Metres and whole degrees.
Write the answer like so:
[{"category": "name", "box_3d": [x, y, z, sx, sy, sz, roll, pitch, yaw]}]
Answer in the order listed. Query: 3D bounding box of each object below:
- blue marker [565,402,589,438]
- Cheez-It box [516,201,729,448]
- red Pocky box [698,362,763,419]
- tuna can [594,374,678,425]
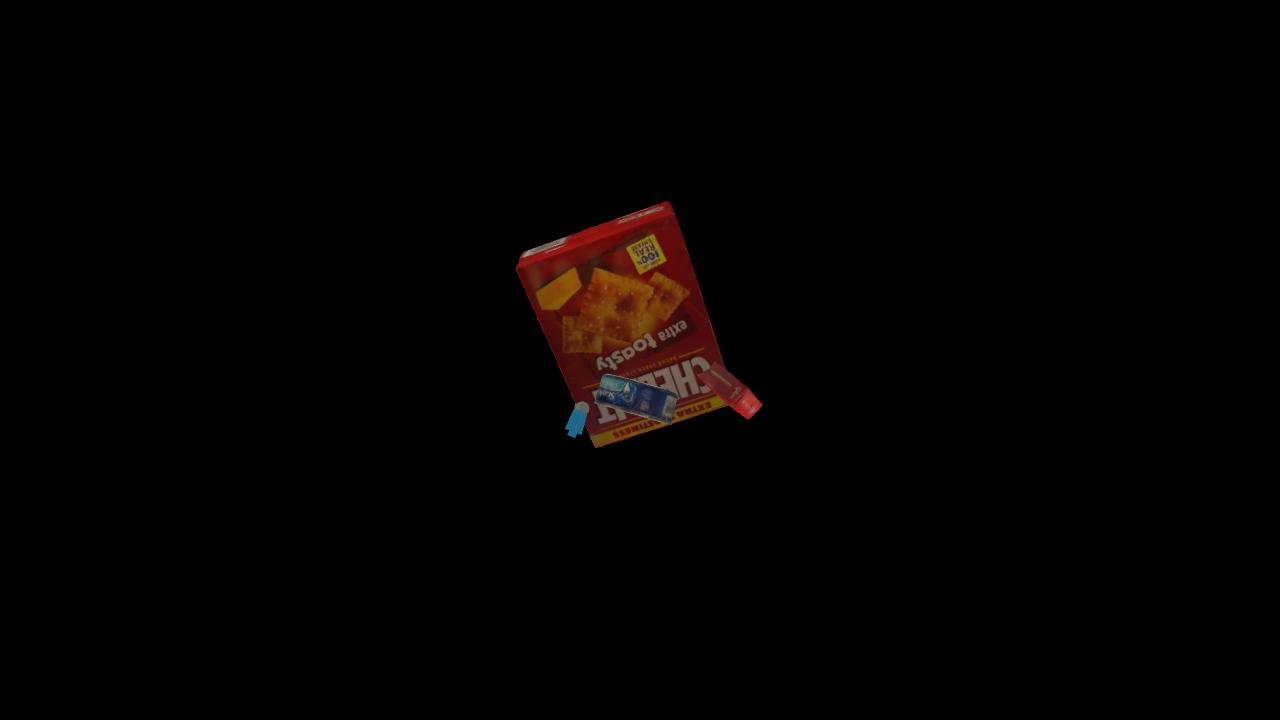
[{"category": "blue marker", "box_3d": [-0.052, 0.025, 0.660, 0.020, 0.121, 0.020, 20, -9, 3]}, {"category": "Cheez-It box", "box_3d": [-0.010, -0.032, 0.650, 0.166, 0.223, 0.071, -18, 24, 7]}, {"category": "red Pocky box", "box_3d": [0.064, 0.003, 0.686, 0.155, 0.028, 0.083, 41, 1, 26]}, {"category": "tuna can", "box_3d": [-0.003, 0.041, 0.640, 0.084, 0.034, 0.084, 16, -5, 1]}]
